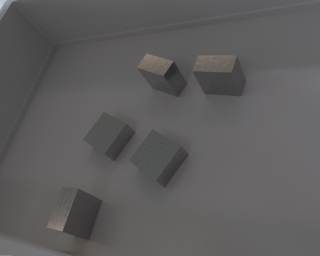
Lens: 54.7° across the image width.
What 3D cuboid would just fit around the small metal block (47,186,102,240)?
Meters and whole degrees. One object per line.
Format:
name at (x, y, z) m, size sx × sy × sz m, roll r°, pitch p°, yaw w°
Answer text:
small metal block at (-0.103, 0.104, 0.380) m, size 0.025 × 0.050 × 0.050 m, roll 1°, pitch 62°, yaw 29°

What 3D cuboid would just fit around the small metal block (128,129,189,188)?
small metal block at (-0.002, 0.037, 0.384) m, size 0.050 × 0.025 × 0.050 m, roll 30°, pitch 78°, yaw 37°

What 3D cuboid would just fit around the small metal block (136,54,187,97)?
small metal block at (0.003, -0.073, 0.433) m, size 0.050 × 0.050 × 0.025 m, roll 24°, pitch 75°, yaw 36°

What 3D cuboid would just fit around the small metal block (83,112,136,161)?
small metal block at (-0.072, 0.011, 0.437) m, size 0.050 × 0.025 × 0.050 m, roll 26°, pitch 76°, yaw 37°

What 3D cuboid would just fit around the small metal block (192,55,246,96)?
small metal block at (0.075, -0.066, 0.390) m, size 0.050 × 0.050 × 0.025 m, roll 8°, pitch 66°, yaw 31°
